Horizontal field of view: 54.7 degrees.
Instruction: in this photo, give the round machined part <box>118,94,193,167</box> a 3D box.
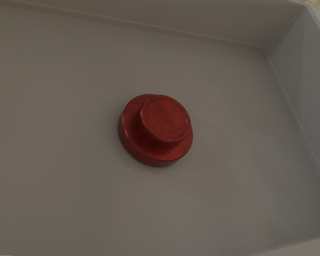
[{"bbox_3d":[0.000,-0.003,0.394,0.099,0.042,0.098,14,56,-21],"label":"round machined part"}]
